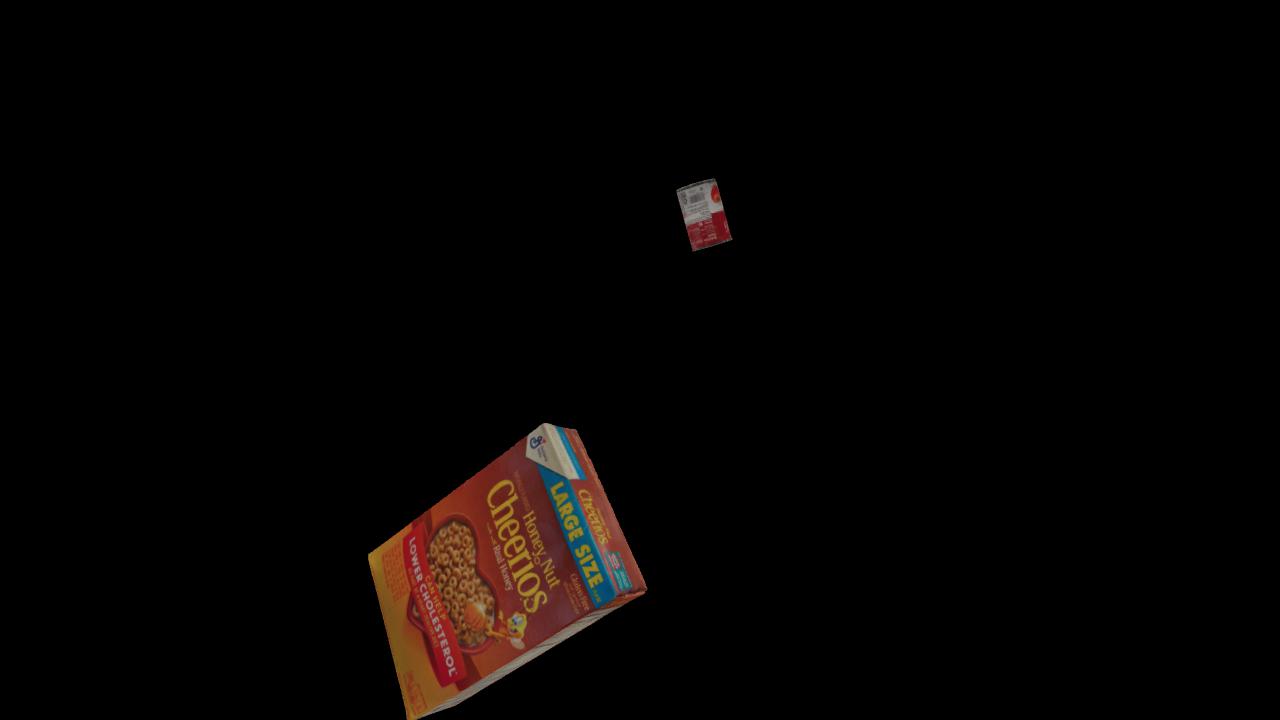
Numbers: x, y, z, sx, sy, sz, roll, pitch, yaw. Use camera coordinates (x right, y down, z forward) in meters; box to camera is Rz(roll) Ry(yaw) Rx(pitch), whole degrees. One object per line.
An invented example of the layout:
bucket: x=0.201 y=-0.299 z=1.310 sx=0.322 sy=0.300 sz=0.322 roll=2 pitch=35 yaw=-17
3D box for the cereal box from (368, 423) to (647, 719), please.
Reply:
cereal box: x=-0.162 y=0.237 z=0.696 sx=0.306 sy=0.203 sz=0.081 roll=-36 pitch=-28 yaw=17

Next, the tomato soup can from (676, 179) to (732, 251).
tomato soup can: x=0.103 y=-0.233 z=0.991 sx=0.068 sy=0.101 sz=0.068 roll=-17 pitch=10 yaw=3
